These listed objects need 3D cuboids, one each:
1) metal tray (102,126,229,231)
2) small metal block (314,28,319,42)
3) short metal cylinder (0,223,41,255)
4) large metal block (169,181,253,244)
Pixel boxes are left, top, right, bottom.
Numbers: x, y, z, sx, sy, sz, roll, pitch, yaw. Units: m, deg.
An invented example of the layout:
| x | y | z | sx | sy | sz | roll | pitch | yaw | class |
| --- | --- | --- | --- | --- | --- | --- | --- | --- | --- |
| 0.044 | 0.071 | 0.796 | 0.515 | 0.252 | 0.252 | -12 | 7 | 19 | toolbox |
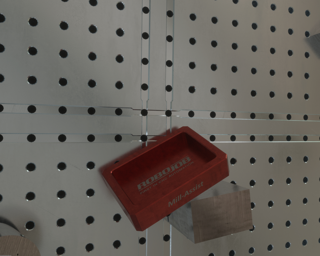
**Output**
| x | y | z | sx | sy | sz | roll | pitch | yaw | class |
| --- | --- | --- | --- | --- | --- | --- | --- | --- | --- |
| 0.006 | 0.055 | 0.378 | 0.131 | 0.090 | 0.030 | -28 | 127 | -18 | metal tray |
| 0.297 | -0.158 | 0.522 | 0.050 | 0.025 | 0.050 | 45 | 76 | -15 | small metal block |
| -0.173 | 0.145 | 0.321 | 0.081 | 0.050 | 0.079 | -3 | 94 | -44 | short metal cylinder |
| 0.061 | 0.104 | 0.406 | 0.081 | 0.080 | 0.050 | -7 | 93 | -20 | large metal block |
